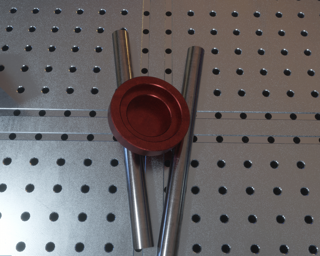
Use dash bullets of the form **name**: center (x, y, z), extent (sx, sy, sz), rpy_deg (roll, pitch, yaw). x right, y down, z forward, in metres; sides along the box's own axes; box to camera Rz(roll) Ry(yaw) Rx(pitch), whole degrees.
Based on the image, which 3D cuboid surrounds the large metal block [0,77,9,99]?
- **large metal block**: center (-0.256, -0.079, 0.408), extent (0.050, 0.080, 0.080), rpy_deg (-30, 73, -10)

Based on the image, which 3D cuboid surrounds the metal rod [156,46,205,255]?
- **metal rod**: center (0.029, 0.026, 0.402), extent (0.025, 0.025, 0.299), rpy_deg (9, 70, 3)

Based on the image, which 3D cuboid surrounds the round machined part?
- **round machined part**: center (-0.016, -0.012, 0.385), extent (0.099, 0.042, 0.098), rpy_deg (7, 66, -17)

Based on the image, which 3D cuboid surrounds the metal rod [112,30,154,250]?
- **metal rod**: center (-0.039, 0.001, 0.410), extent (0.025, 0.025, 0.299), rpy_deg (-7, 70, -3)
